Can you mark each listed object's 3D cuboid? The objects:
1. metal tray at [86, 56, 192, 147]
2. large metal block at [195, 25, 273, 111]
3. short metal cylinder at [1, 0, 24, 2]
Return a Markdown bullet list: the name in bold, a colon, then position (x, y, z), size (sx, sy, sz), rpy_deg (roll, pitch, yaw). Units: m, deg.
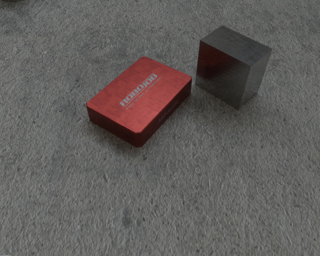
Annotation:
- **metal tray**: position (-0.026, -0.042, 0.435), size (0.090, 0.030, 0.131), rpy_deg (28, 55, 21)
- **large metal block**: position (0.100, -0.085, 0.440), size (0.080, 0.080, 0.050), rpy_deg (36, 59, 26)
- **short metal cylinder**: position (-0.305, -0.304, 0.641), size (0.081, 0.050, 0.080), rpy_deg (0, 50, 0)
